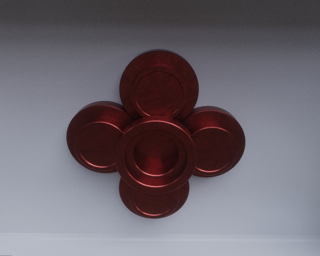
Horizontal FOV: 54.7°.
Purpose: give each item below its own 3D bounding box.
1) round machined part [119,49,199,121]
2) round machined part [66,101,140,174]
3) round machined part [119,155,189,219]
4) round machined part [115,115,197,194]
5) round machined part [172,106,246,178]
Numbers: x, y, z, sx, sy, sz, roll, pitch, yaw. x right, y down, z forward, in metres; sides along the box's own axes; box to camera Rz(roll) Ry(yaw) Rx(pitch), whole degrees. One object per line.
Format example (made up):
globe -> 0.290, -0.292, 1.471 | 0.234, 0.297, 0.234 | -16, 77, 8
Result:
round machined part -> -0.001, -0.046, 0.382 | 0.099, 0.042, 0.097 | 0, 110, 0
round machined part -> -0.073, 0.017, 0.405 | 0.099, 0.042, 0.097 | 0, 110, 0
round machined part -> -0.008, 0.086, 0.431 | 0.099, 0.042, 0.097 | -1, 109, -1
round machined part -> -0.005, 0.030, 0.389 | 0.099, 0.042, 0.097 | 0, 110, 0
round machined part -> 0.064, 0.023, 0.409 | 0.099, 0.042, 0.097 | 0, 110, 0
